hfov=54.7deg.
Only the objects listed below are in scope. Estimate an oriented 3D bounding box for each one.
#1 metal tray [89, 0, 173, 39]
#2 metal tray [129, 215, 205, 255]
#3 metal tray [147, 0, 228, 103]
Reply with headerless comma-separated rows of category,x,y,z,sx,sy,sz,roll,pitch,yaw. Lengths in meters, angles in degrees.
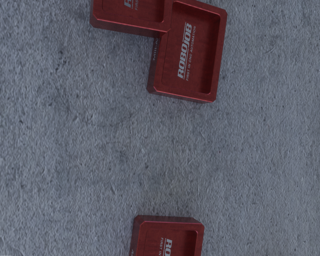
metal tray,-0.031,-0.179,0.361,0.091,0.030,0.129,4,89,-20
metal tray,0.004,0.185,0.408,0.091,0.030,0.129,9,87,-20
metal tray,0.038,-0.104,0.419,0.091,0.030,0.129,9,87,-20
